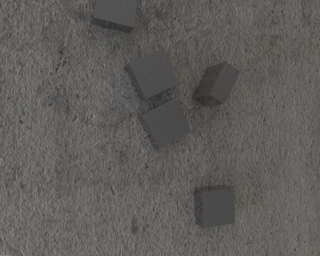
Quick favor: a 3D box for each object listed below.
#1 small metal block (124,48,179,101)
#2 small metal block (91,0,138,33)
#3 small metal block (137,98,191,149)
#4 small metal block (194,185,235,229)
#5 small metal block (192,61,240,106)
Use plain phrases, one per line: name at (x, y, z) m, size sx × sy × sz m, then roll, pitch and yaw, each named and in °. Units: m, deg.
small metal block at (-0.011, -0.069, 0.405) m, size 0.050 × 0.025 × 0.050 m, roll -28°, pitch 99°, yaw -18°
small metal block at (-0.056, -0.152, 0.388) m, size 0.050 × 0.025 × 0.050 m, roll 8°, pitch 87°, yaw -20°
small metal block at (0.006, -0.006, 0.411) m, size 0.050 × 0.025 × 0.050 m, roll -28°, pitch 100°, yaw -18°
small metal block at (0.077, 0.110, 0.437) m, size 0.050 × 0.025 × 0.050 m, roll -3°, pitch 91°, yaw -20°
small metal block at (0.076, -0.059, 0.423) m, size 0.025 × 0.050 × 0.050 m, roll 30°, pitch 80°, yaw -18°
